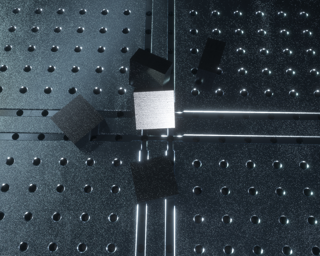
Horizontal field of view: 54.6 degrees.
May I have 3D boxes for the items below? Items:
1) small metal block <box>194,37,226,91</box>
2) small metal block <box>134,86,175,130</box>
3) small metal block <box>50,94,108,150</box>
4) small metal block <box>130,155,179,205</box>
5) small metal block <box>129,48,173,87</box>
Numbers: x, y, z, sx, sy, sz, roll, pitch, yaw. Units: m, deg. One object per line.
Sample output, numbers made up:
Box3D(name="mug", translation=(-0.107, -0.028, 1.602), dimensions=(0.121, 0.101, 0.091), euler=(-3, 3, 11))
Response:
Box3D(name="small metal block", translation=(0.069, -0.088, 0.431), dimensions=(0.025, 0.050, 0.050), euler=(17, 71, 6))
Box3D(name="small metal block", translation=(-0.007, -0.027, 0.408), dimensions=(0.050, 0.025, 0.050), euler=(-3, 110, -1))
Box3D(name="small metal block", translation=(-0.107, -0.008, 0.414), dimensions=(0.050, 0.025, 0.050), euler=(-43, 76, -14))
Box3D(name="small metal block", translation=(-0.007, 0.065, 0.388), dimensions=(0.050, 0.025, 0.050), euler=(-12, 70, -4))
Box3D(name="small metal block", translation=(-0.014, -0.074, 0.423), dimensions=(0.050, 0.050, 0.025), euler=(25, 57, 9))
